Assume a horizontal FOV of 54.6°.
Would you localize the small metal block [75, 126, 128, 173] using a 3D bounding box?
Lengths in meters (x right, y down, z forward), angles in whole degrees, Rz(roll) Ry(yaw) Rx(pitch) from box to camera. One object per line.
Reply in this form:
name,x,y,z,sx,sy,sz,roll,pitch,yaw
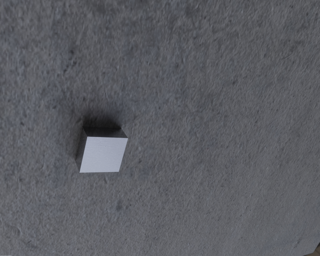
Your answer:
small metal block,-0.073,0.027,0.383,0.050,0.025,0.050,3,117,-30
